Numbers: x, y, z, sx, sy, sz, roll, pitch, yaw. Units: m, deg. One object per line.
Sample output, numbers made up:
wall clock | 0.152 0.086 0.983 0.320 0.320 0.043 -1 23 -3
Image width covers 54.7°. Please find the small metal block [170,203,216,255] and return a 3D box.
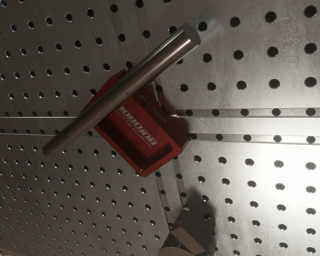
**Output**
small metal block | 0.050 0.150 0.460 0.050 0.050 0.025 45 129 -4

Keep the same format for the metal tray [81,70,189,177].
metal tray | -0.035 -0.002 0.423 0.130 0.030 0.090 46 129 -5

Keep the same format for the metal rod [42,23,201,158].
metal rod | -0.070 -0.028 0.389 0.299 0.025 0.025 -32 101 38

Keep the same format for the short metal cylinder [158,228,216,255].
short metal cylinder | 0.043 0.199 0.494 0.080 0.050 0.079 13 124 20
